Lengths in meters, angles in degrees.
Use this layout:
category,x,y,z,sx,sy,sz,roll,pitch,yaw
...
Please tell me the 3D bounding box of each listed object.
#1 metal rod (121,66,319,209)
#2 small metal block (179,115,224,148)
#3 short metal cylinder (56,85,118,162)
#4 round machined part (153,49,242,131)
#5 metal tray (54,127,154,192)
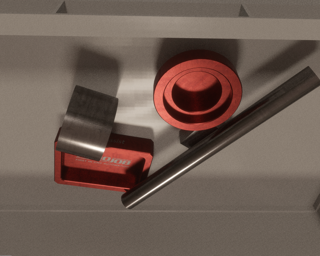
category,x,y,z,sx,sy,sz,roll,pitch,yaw
metal rod,0.060,0.025,0.397,0.299,0.025,0.025,-37,121,24
small metal block,0.062,0.009,0.418,0.050,0.025,0.050,31,124,-24
short metal cylinder,-0.086,-0.005,0.367,0.050,0.080,0.079,17,128,-15
round machined part,0.041,-0.047,0.359,0.099,0.042,0.097,-1,130,0
metal tray,-0.081,0.049,0.445,0.131,0.030,0.089,9,130,-9
